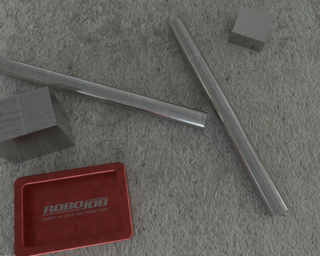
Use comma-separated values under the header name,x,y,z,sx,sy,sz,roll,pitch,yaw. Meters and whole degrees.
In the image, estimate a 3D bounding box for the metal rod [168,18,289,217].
name,x,y,z,sx,sy,sz,roll,pitch,yaw
metal rod,0.084,-0.027,0.418,0.025,0.025,0.299,-22,72,-8

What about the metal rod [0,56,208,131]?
name,x,y,z,sx,sy,sz,roll,pitch,yaw
metal rod,-0.085,-0.049,0.424,0.301,0.025,0.025,16,71,5

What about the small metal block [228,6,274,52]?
name,x,y,z,sx,sy,sz,roll,pitch,yaw
small metal block,0.137,-0.148,0.464,0.050,0.025,0.050,20,71,7

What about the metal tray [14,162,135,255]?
name,x,y,z,sx,sy,sz,roll,pitch,yaw
metal tray,-0.101,0.096,0.369,0.131,0.030,0.090,-9,70,-4

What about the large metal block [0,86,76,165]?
name,x,y,z,sx,sy,sz,roll,pitch,yaw
large metal block,-0.158,0.000,0.377,0.081,0.080,0.050,-18,71,-7
